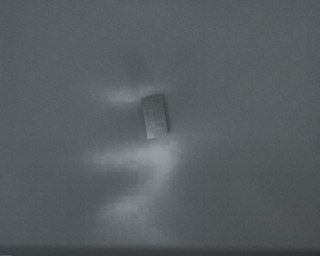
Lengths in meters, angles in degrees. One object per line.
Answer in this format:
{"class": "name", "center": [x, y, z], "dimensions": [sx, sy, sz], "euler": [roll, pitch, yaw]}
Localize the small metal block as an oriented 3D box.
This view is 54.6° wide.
{"class": "small metal block", "center": [-0.006, -0.013, 0.395], "dimensions": [0.025, 0.050, 0.050], "euler": [-9, 90, 0]}
